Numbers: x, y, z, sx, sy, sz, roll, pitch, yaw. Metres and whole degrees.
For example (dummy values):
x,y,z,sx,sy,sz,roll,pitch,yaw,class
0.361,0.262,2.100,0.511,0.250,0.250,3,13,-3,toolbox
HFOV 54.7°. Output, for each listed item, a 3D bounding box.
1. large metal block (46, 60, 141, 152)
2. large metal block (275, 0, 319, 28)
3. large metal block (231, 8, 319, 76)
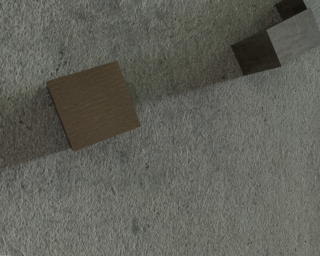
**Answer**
x,y,z,sx,sy,sz,roll,pitch,yaw,class
-0.079,-0.026,0.366,0.081,0.050,0.080,-22,97,-19,large metal block
0.242,-0.185,0.484,0.080,0.050,0.080,-37,102,-16,large metal block
0.163,-0.119,0.440,0.080,0.080,0.050,-29,100,-18,large metal block
